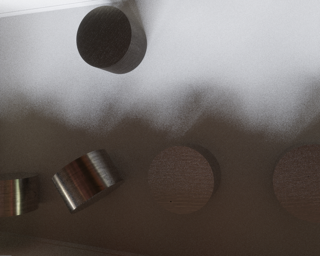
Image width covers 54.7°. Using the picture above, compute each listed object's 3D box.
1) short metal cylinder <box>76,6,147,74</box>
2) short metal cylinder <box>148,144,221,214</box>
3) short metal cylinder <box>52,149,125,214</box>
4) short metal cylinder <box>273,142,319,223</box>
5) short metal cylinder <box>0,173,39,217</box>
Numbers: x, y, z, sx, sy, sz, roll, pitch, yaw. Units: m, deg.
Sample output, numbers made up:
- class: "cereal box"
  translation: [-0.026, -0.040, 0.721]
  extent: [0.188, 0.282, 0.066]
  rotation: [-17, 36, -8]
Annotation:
- class: "short metal cylinder"
  translation: [-0.064, -0.117, 0.420]
  extent: [0.080, 0.050, 0.080]
  rotation: [0, 90, 20]
- class: "short metal cylinder"
  translation: [0.032, 0.061, 0.386]
  extent: [0.080, 0.050, 0.080]
  rotation: [0, 90, 20]
- class: "short metal cylinder"
  translation: [-0.095, 0.071, 0.415]
  extent: [0.080, 0.080, 0.050]
  rotation: [-37, 78, 16]
- class: "short metal cylinder"
  translation: [0.166, 0.056, 0.338]
  extent: [0.080, 0.050, 0.080]
  rotation: [0, 90, 20]
- class: "short metal cylinder"
  translation: [-0.224, 0.097, 0.460]
  extent: [0.080, 0.080, 0.050]
  rotation: [-1, 90, 20]
